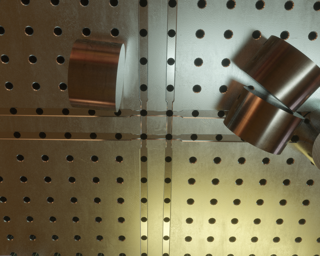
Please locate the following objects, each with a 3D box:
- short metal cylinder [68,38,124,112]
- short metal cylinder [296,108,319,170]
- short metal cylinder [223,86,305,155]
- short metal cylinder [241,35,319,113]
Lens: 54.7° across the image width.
[{"bbox_3d":[-0.071,-0.060,0.361,0.050,0.080,0.079,6,110,-2],"label":"short metal cylinder"},{"bbox_3d":[0.230,0.016,0.408,0.081,0.050,0.079,0,110,0],"label":"short metal cylinder"},{"bbox_3d":[0.126,-0.010,0.381,0.080,0.080,0.050,24,108,-9],"label":"short metal cylinder"},{"bbox_3d":[0.143,-0.063,0.362,0.080,0.080,0.050,36,106,-12],"label":"short metal cylinder"}]
